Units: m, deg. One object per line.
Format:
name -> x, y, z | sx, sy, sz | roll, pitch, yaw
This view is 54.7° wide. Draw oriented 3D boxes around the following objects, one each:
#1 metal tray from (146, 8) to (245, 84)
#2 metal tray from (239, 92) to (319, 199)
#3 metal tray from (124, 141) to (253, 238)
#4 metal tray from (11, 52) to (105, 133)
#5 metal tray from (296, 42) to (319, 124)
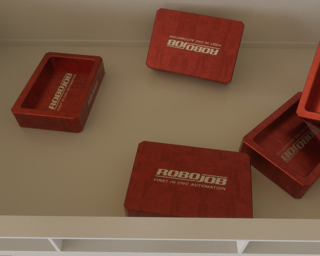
metal tray -> 0.052, -0.123, 0.469 | 0.131, 0.030, 0.089 | 14, 96, 11
metal tray -> 0.175, 0.015, 0.389 | 0.131, 0.030, 0.090 | -34, 58, -26
metal tray -> 0.033, 0.065, 0.347 | 0.131, 0.030, 0.090 | 7, 50, 5
metal tray -> -0.140, -0.056, 0.447 | 0.090, 0.030, 0.130 | 6, 50, 5
metal tray -> 0.229, -0.064, 0.367 | 0.030, 0.129, 0.090 | 17, 2, -40
